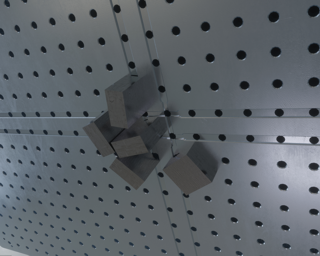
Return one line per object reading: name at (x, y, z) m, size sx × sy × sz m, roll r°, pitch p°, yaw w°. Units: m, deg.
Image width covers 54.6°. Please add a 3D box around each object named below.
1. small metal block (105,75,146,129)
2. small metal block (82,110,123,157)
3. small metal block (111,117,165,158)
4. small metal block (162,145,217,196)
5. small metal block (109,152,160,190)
small metal block at (-0.042, -0.034, 0.397) m, size 0.025 × 0.050 × 0.050 m, roll 9°, pitch 123°, yaw 23°
small metal block at (-0.072, 0.004, 0.437) m, size 0.025 × 0.050 × 0.050 m, roll -23°, pitch 106°, yaw 36°
small metal block at (-0.029, 0.013, 0.419) m, size 0.050 × 0.050 × 0.025 m, roll -14°, pitch 111°, yaw 34°
small metal block at (0.041, 0.059, 0.426) m, size 0.050 × 0.025 × 0.050 m, roll 47°, pitch 129°, yaw -5°
small metal block at (-0.036, 0.052, 0.447) m, size 0.050 × 0.050 × 0.025 m, roll 40°, pitch 129°, yaw 1°
